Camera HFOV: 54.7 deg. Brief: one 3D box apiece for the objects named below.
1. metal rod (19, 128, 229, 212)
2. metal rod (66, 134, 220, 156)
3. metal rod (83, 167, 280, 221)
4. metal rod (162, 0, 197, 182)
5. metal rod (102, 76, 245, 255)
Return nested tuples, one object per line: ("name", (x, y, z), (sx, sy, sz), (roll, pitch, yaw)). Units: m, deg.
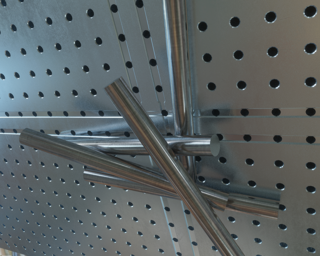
("metal rod", (-0.057, 0.054, 0.427), (0.301, 0.025, 0.025), (17, 125, 11))
("metal rod", (-0.059, 0.026, 0.436), (0.300, 0.025, 0.025), (-3, 117, 36))
("metal rod", (0.016, 0.091, 0.457), (0.301, 0.025, 0.025), (6, 121, 24))
("metal rod", (0.024, -0.056, 0.362), (0.025, 0.025, 0.298), (7, 122, 24))
("metal rod", (0.030, 0.070, 0.373), (0.025, 0.025, 0.299), (-23, 109, 36))
